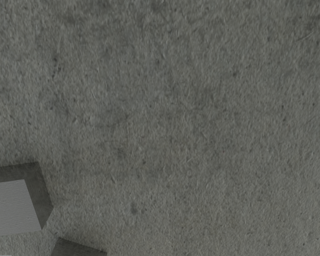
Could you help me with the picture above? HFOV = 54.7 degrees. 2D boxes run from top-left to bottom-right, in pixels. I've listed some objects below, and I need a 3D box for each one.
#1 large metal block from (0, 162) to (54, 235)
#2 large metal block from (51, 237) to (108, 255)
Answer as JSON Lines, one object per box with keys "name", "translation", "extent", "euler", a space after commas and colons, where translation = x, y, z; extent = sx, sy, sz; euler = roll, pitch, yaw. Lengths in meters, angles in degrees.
{"name": "large metal block", "translation": [-0.206, 0.099, 0.430], "extent": [0.080, 0.050, 0.079], "euler": [-8, 110, 2]}
{"name": "large metal block", "translation": [-0.137, 0.228, 0.479], "extent": [0.080, 0.050, 0.079], "euler": [21, 109, -8]}
